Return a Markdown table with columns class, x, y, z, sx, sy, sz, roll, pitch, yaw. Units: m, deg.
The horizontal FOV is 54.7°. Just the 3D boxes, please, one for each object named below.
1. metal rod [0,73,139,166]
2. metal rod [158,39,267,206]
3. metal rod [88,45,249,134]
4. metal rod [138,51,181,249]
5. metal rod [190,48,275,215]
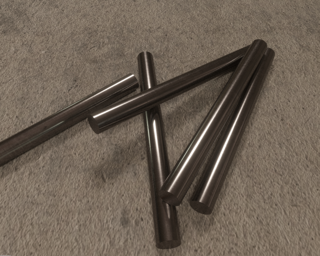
| class | x | y | z | sx | sy | sz | roll | pitch | yaw |
| --- | --- | --- | --- | --- | --- | --- | --- | --- | --- |
| metal rod | -0.153 | 0.005 | 0.396 | 0.302 | 0.025 | 0.025 | -33 | 58 | -25 |
| metal rod | 0.082 | -0.029 | 0.397 | 0.025 | 0.025 | 0.301 | 23 | 53 | 18 |
| metal rod | 0.038 | -0.065 | 0.434 | 0.302 | 0.025 | 0.025 | -28 | 55 | -31 |
| metal rod | -0.008 | 0.001 | 0.401 | 0.025 | 0.025 | 0.300 | -5 | 50 | -4 |
| metal rod | 0.109 | -0.018 | 0.419 | 0.025 | 0.025 | 0.301 | 21 | 53 | 16 |
